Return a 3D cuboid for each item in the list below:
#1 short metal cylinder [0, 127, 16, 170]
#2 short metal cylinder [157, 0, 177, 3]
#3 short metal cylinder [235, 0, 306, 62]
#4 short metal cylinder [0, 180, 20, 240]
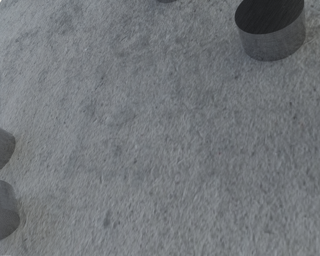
[{"bbox_3d":[-0.293,0.032,0.519,0.080,0.050,0.080,-13,56,20],"label":"short metal cylinder"},{"bbox_3d":[0.016,-0.268,0.542,0.080,0.050,0.080,-13,56,20],"label":"short metal cylinder"},{"bbox_3d":[0.141,-0.132,0.395,0.080,0.050,0.080,-13,56,20],"label":"short metal cylinder"},{"bbox_3d":[-0.238,0.115,0.420,0.080,0.080,0.050,-37,51,3],"label":"short metal cylinder"}]
